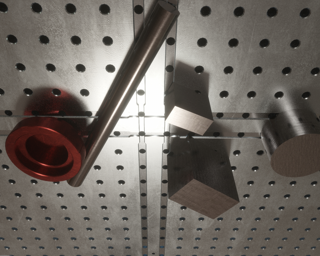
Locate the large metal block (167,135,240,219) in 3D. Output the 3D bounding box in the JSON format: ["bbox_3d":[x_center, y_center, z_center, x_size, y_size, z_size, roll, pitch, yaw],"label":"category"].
[{"bbox_3d":[0.058,0.069,0.435,0.080,0.080,0.050,30,124,-23],"label":"large metal block"}]

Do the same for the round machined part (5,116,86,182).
[{"bbox_3d":[-0.147,0.023,0.414,0.099,0.042,0.097,3,128,4],"label":"round machined part"}]

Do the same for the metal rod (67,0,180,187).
[{"bbox_3d":[-0.061,-0.020,0.393,0.025,0.025,0.298,22,127,-18],"label":"metal rod"}]

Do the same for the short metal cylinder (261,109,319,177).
[{"bbox_3d":[0.183,0.021,0.416,0.081,0.050,0.079,0,130,0],"label":"short metal cylinder"}]

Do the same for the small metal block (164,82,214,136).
[{"bbox_3d":[0.034,-0.024,0.376,0.050,0.050,0.025,20,127,-17],"label":"small metal block"}]
